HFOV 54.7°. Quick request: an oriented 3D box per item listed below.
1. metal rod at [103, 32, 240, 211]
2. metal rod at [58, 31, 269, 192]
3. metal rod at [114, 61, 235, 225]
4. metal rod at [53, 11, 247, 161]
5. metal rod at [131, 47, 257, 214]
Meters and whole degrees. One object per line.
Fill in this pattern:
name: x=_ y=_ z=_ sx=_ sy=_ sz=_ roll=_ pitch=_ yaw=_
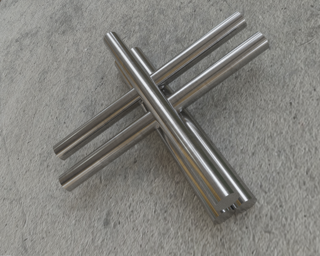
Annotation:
metal rod: x=-0.006 y=-0.033 z=0.363 sx=0.025 sy=0.025 sz=0.300 roll=-37 pitch=51 yaw=3
metal rod: x=0.002 y=-0.018 z=0.382 sx=0.300 sy=0.025 sz=0.025 roll=-36 pitch=51 yaw=3
metal rod: x=0.002 y=-0.008 z=0.408 sx=0.025 sy=0.025 sz=0.300 roll=-36 pitch=51 yaw=4
metal rod: x=-0.016 y=-0.054 z=0.413 sx=0.300 sy=0.025 sz=0.025 roll=-36 pitch=51 yaw=3
metal rod: x=0.023 y=-0.020 z=0.404 sx=0.025 sy=0.025 sz=0.300 roll=-36 pitch=51 yaw=4
